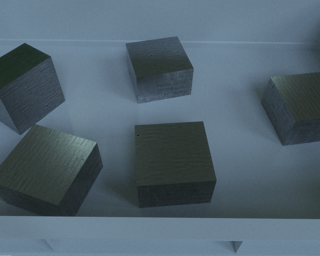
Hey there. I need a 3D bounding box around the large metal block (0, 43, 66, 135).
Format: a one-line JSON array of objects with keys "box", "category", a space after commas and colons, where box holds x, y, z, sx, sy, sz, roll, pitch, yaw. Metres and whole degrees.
[{"box": [-0.182, -0.051, 0.410, 0.050, 0.080, 0.080, 29, 56, 21], "category": "large metal block"}]

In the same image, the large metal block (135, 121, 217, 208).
[{"box": [0.014, 0.041, 0.355, 0.081, 0.050, 0.080, -3, 50, -3], "category": "large metal block"}]

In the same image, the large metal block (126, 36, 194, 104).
[{"box": [-0.003, -0.088, 0.463, 0.081, 0.050, 0.080, -11, 51, -10], "category": "large metal block"}]

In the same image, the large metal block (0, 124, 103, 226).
[{"box": [-0.121, 0.050, 0.345, 0.080, 0.050, 0.080, 16, 52, 12], "category": "large metal block"}]

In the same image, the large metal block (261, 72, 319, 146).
[{"box": [0.194, -0.027, 0.414, 0.081, 0.050, 0.080, -7, 50, -6], "category": "large metal block"}]
